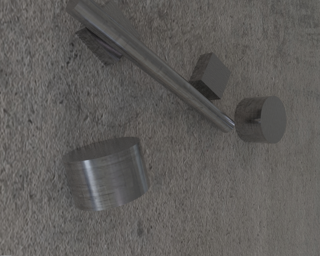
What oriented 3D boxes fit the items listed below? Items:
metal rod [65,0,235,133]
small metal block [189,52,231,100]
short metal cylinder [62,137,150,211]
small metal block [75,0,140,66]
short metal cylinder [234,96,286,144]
[{"bbox_3d":[0.013,-0.061,0.393,0.301,0.025,0.025,32,70,-43],"label":"metal rod"},{"bbox_3d":[0.077,-0.077,0.468,0.050,0.025,0.050,37,67,-34],"label":"small metal block"},{"bbox_3d":[-0.055,0.045,0.323,0.081,0.080,0.050,-20,103,-38],"label":"short metal cylinder"},{"bbox_3d":[-0.059,-0.108,0.355,0.050,0.025,0.050,48,62,-29],"label":"small metal block"},{"bbox_3d":[0.174,-0.014,0.534,0.081,0.050,0.080,0,90,-40],"label":"short metal cylinder"}]
